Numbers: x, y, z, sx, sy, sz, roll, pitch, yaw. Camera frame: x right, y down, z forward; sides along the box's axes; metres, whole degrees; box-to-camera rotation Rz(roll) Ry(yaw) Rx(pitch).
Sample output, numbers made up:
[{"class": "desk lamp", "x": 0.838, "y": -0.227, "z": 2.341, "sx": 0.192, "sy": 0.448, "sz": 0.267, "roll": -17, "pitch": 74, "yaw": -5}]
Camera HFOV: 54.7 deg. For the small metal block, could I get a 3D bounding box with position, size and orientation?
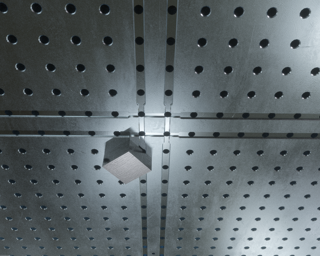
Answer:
[{"class": "small metal block", "x": -0.047, "y": 0.051, "z": 0.454, "sx": 0.050, "sy": 0.025, "sz": 0.050, "roll": -30, "pitch": 124, "yaw": 23}]
